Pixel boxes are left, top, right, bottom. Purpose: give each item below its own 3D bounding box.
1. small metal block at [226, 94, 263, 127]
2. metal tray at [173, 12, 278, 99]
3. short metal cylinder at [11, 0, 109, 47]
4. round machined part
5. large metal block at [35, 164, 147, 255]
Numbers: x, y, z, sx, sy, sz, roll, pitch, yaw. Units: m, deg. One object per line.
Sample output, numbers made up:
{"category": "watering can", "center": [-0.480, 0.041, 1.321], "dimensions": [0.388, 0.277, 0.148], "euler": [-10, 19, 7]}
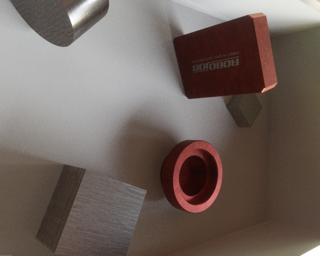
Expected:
{"category": "small metal block", "center": [0.146, -0.036, 0.532], "dimensions": [0.050, 0.025, 0.050], "euler": [52, 59, -28]}
{"category": "metal tray", "center": [0.081, -0.089, 0.408], "dimensions": [0.030, 0.130, 0.089], "euler": [-24, 106, -38]}
{"category": "short metal cylinder", "center": [-0.096, -0.125, 0.291], "dimensions": [0.050, 0.080, 0.080], "euler": [-52, 121, -27]}
{"category": "round machined part", "center": [0.039, 0.065, 0.431], "dimensions": [0.099, 0.042, 0.097], "euler": [0, 90, -40]}
{"category": "large metal block", "center": [-0.071, 0.092, 0.332], "dimensions": [0.080, 0.050, 0.080], "euler": [29, 72, -37]}
